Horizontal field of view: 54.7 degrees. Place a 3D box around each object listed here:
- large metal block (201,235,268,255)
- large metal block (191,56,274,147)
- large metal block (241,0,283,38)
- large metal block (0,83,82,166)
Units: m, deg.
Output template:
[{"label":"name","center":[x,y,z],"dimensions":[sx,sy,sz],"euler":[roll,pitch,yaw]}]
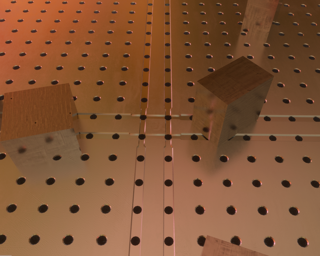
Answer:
[{"label":"large metal block","center":[0.067,0.140,0.256],"dimensions":[0.080,0.080,0.050],"euler":[15,52,12]},{"label":"large metal block","center":[0.091,-0.034,0.402],"dimensions":[0.081,0.080,0.050],"euler":[-31,57,-24]},{"label":"large metal block","center":[0.192,-0.226,0.564],"dimensions":[0.050,0.080,0.080],"euler":[22,53,17]},{"label":"large metal block","center":[-0.149,-0.006,0.395],"dimensions":[0.081,0.050,0.080],"euler":[-11,51,-10]}]
